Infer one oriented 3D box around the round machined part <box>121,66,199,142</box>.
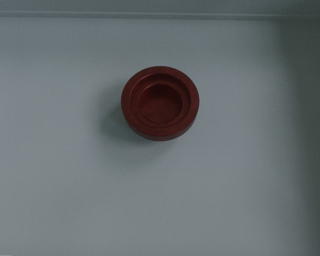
[{"bbox_3d":[0.000,-0.028,0.408,0.099,0.042,0.098,0,70,0],"label":"round machined part"}]
